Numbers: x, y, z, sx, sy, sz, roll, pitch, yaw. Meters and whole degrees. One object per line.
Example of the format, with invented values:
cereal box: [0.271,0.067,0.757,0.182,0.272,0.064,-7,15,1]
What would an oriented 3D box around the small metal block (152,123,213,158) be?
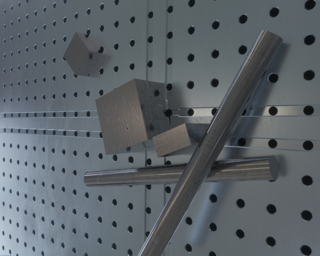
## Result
small metal block: [0.028,0.015,0.370,0.050,0.050,0.025,-24,75,37]

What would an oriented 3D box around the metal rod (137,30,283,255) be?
metal rod: [0.046,0.037,0.340,0.025,0.025,0.298,34,101,35]

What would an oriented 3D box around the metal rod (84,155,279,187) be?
metal rod: [0.001,0.062,0.408,0.300,0.025,0.025,-11,83,39]

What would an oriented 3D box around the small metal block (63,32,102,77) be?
small metal block: [-0.130,-0.123,0.517,0.050,0.025,0.050,-51,60,28]

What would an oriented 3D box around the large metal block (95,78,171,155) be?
large metal block: [-0.037,-0.013,0.423,0.080,0.050,0.080,-21,77,38]
